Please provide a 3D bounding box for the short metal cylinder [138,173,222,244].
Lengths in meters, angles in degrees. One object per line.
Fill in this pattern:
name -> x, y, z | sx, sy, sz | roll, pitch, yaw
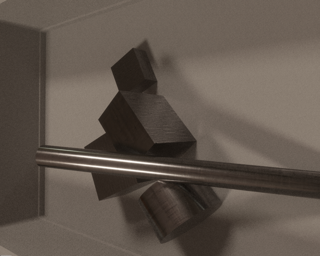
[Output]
short metal cylinder -> 0.022, 0.086, 0.351 | 0.080, 0.081, 0.050 | -48, 62, 29

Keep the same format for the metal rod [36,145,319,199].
metal rod -> 0.013, 0.042, 0.314 | 0.301, 0.025, 0.025 | 4, 93, 14

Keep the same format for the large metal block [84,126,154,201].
large metal block -> -0.052, 0.047, 0.431 | 0.080, 0.050, 0.080 | -30, 71, 35

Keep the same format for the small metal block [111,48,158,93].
small metal block -> -0.037, -0.076, 0.435 | 0.050, 0.025, 0.050 | -32, 70, 35

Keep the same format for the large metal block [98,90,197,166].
large metal block -> -0.015, 0.003, 0.382 | 0.050, 0.081, 0.080 | -49, 61, 28
